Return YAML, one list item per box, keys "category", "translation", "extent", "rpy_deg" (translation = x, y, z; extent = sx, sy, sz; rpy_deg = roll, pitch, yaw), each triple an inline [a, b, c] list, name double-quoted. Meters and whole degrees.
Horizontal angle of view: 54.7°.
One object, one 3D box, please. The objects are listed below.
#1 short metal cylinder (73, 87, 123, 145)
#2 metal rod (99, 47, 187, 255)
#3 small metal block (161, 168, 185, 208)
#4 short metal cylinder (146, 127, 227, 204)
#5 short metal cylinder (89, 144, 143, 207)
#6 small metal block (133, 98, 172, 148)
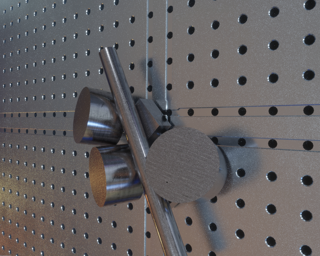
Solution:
- category: "short metal cylinder"
  translation: [-0.088, -0.015, 0.443]
  extent: [0.080, 0.050, 0.080]
  rpy_deg: [-25, 60, 56]
- category: "metal rod"
  translation: [-0.024, 0.029, 0.391]
  extent: [0.025, 0.025, 0.299]
  rpy_deg: [-32, 70, 35]
- category: "small metal block"
  translation: [0.009, 0.072, 0.397]
  extent: [0.050, 0.025, 0.050]
  rpy_deg: [-48, 62, 29]
- category: "short metal cylinder"
  translation: [0.031, 0.044, 0.346]
  extent: [0.080, 0.050, 0.080]
  rpy_deg: [-6, 74, 19]
- category: "short metal cylinder"
  translation: [-0.061, 0.063, 0.421]
  extent: [0.080, 0.050, 0.079]
  rpy_deg: [15, 107, 61]
- category: "small metal block"
  translation: [-0.020, -0.004, 0.421]
  extent: [0.050, 0.025, 0.050]
  rpy_deg: [-51, 61, 28]
